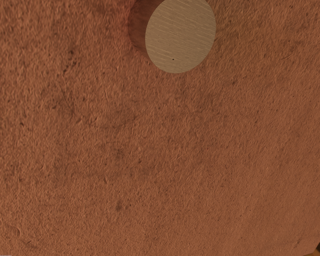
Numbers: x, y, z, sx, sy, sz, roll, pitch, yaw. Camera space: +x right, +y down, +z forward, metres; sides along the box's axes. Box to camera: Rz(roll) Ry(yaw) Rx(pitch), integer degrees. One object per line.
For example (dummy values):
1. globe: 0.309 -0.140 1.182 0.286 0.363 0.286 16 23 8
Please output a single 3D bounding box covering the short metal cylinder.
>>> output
1. short metal cylinder: 0.012 -0.105 0.332 0.081 0.050 0.080 -14 124 -21
